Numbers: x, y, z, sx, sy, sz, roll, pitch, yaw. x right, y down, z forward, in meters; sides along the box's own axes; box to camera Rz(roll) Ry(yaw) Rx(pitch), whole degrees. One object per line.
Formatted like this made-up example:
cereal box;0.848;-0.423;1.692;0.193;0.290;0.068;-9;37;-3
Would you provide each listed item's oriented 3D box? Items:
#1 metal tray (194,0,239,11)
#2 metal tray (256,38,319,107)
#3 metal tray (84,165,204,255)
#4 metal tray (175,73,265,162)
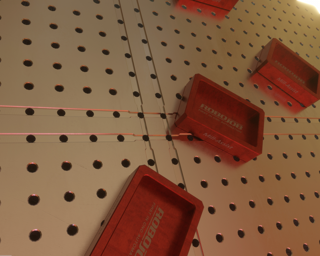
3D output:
metal tray;0.095;-0.299;0.640;0.131;0.030;0.090;4;60;-27
metal tray;0.260;-0.111;0.616;0.130;0.030;0.090;34;51;-6
metal tray;-0.015;0.115;0.328;0.090;0.030;0.130;34;51;-6
metal tray;0.094;-0.016;0.467;0.131;0.030;0.090;27;52;-12
